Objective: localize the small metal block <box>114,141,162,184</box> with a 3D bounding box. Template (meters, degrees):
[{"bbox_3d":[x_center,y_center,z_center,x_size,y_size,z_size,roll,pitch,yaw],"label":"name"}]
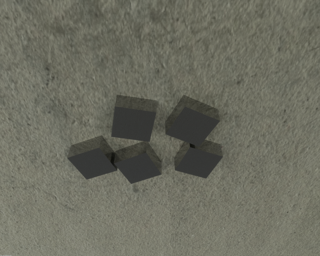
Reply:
[{"bbox_3d":[-0.031,0.050,0.450,0.050,0.025,0.050,-20,128,15],"label":"small metal block"}]

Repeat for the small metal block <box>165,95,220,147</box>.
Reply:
[{"bbox_3d":[0.041,-0.008,0.401,0.050,0.025,0.050,21,127,-18],"label":"small metal block"}]

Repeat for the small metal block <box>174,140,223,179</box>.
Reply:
[{"bbox_3d":[0.054,0.042,0.444,0.050,0.025,0.050,17,128,-14],"label":"small metal block"}]

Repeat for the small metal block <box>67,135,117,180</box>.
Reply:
[{"bbox_3d":[-0.094,0.043,0.442,0.050,0.025,0.050,-18,128,14],"label":"small metal block"}]

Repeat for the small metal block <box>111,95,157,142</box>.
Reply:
[{"bbox_3d":[-0.034,-0.012,0.397,0.050,0.025,0.050,8,130,-7],"label":"small metal block"}]
